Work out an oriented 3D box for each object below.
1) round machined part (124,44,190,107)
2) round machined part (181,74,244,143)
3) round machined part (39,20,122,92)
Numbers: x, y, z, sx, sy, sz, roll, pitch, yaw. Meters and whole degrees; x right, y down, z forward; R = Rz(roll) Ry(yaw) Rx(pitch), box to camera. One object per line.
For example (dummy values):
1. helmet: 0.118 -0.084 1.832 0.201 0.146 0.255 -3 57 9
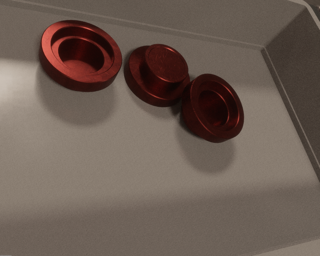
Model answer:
1. round machined part: 0.002 -0.082 0.447 0.099 0.042 0.098 14 56 -21
2. round machined part: 0.070 -0.025 0.442 0.099 0.042 0.098 15 62 -30
3. round machined part: -0.102 -0.086 0.393 0.099 0.042 0.098 14 56 -21
